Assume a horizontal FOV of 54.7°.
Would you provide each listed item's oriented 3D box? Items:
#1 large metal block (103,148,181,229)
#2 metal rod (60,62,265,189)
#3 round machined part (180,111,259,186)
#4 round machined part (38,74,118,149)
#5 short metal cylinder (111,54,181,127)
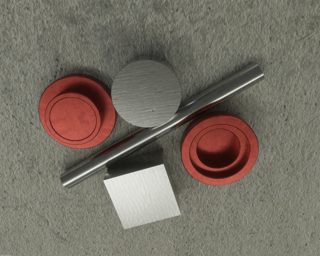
[{"bbox_3d":[-0.022,0.083,0.429,0.080,0.050,0.080,-16,110,6],"label":"large metal block"},{"bbox_3d":[-0.004,0.002,0.412,0.300,0.025,0.025,-30,108,10],"label":"metal rod"},{"bbox_3d":[0.076,0.024,0.411,0.099,0.042,0.097,0,110,0],"label":"round machined part"},{"bbox_3d":[-0.105,-0.017,0.394,0.099,0.042,0.097,0,110,0],"label":"round machined part"},{"bbox_3d":[-0.016,-0.047,0.380,0.081,0.050,0.079,0,110,0],"label":"short metal cylinder"}]
